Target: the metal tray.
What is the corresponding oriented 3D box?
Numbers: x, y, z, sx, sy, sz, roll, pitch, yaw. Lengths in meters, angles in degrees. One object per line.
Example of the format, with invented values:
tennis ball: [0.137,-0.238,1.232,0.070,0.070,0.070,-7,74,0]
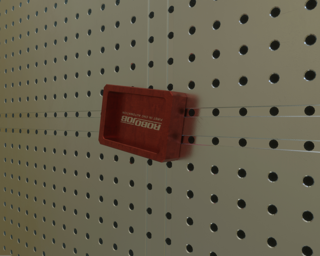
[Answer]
metal tray: [-0.029,-0.011,0.431,0.130,0.030,0.089,12,98,39]
